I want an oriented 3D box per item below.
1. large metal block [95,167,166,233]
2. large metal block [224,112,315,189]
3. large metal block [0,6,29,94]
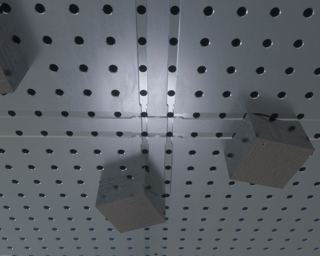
[{"bbox_3d":[-0.044,0.117,0.494,0.080,0.050,0.080,-18,128,15],"label":"large metal block"},{"bbox_3d":[0.144,0.033,0.424,0.080,0.050,0.079,12,129,-10],"label":"large metal block"},{"bbox_3d":[-0.200,-0.080,0.326,0.080,0.050,0.080,-6,130,4],"label":"large metal block"}]
